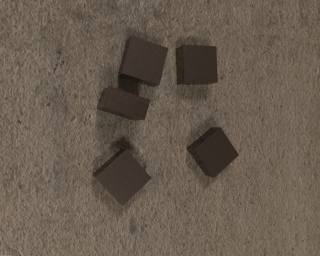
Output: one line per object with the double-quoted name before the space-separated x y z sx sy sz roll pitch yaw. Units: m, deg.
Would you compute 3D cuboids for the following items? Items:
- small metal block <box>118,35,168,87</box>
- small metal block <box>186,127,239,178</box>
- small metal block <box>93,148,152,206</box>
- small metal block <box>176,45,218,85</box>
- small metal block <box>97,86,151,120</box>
"small metal block" -0.022 -0.085 0.402 0.050 0.025 0.050 15 85 -20
"small metal block" 0.075 0.034 0.438 0.050 0.025 0.050 -39 103 -16
"small metal block" -0.048 0.061 0.392 0.050 0.025 0.050 -43 104 -15
"small metal block" 0.051 -0.086 0.429 0.050 0.025 0.050 -3 91 -20
"small metal block" -0.046 -0.029 0.380 0.050 0.050 0.025 17 84 -20
